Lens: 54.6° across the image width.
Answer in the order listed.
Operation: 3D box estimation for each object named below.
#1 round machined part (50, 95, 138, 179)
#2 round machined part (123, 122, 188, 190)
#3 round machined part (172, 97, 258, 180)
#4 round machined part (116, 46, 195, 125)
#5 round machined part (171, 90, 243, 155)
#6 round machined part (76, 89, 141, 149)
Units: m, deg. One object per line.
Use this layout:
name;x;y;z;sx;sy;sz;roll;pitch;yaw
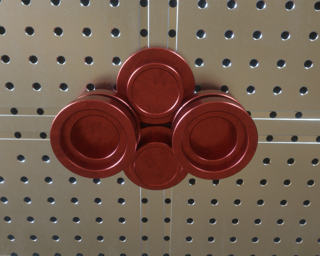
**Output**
round machined part;-0.076;0.008;0.372;0.099;0.042;0.097;0;110;0
round machined part;-0.005;0.043;0.419;0.099;0.042;0.097;0;110;0
round machined part;0.063;0.010;0.373;0.099;0.042;0.097;0;110;0
round machined part;-0.005;-0.050;0.386;0.099;0.042;0.097;0;110;0
round machined part;0.063;-0.003;0.403;0.099;0.042;0.097;0;110;0
round machined part;-0.073;-0.003;0.402;0.099;0.042;0.097;0;110;0
